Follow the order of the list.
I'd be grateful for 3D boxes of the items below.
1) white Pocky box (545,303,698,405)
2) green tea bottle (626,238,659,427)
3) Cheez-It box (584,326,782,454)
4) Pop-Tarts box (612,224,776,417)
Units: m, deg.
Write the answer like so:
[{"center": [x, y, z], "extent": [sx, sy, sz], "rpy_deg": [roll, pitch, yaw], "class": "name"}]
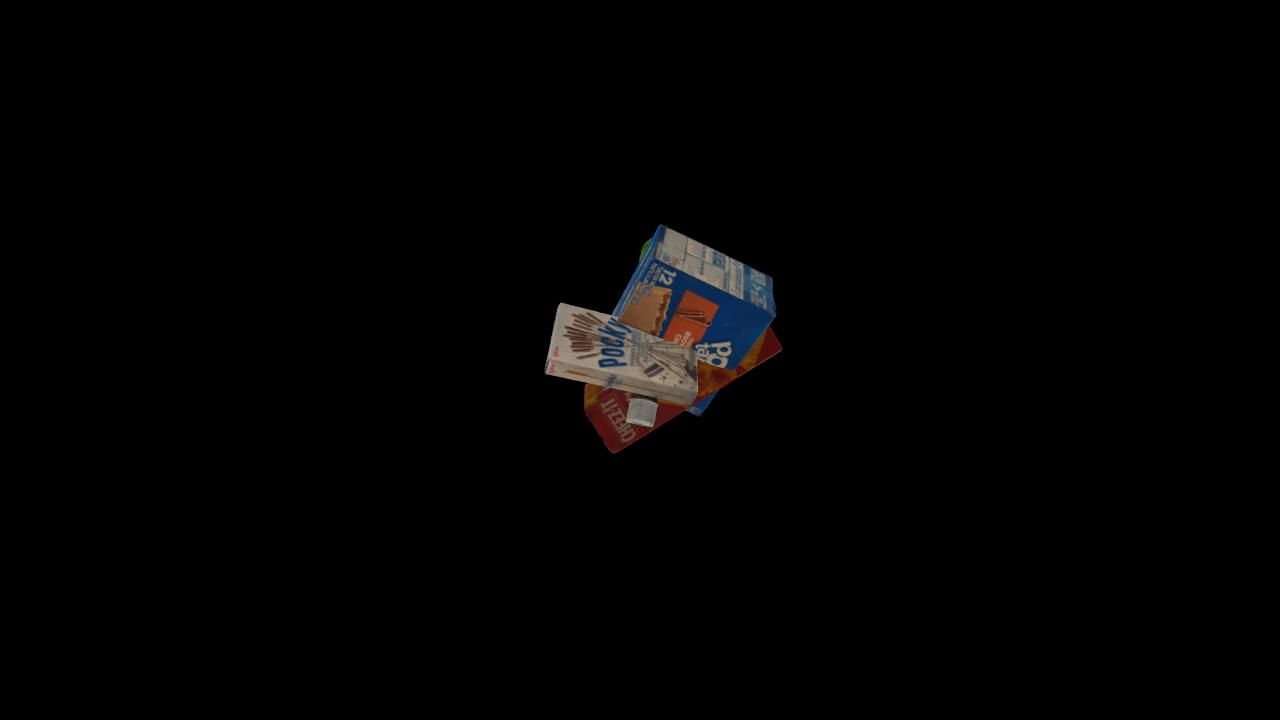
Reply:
[{"center": [-0.016, -0.006, 0.634], "extent": [0.154, 0.084, 0.028], "rpy_deg": [13, -44, -10], "class": "white Pocky box"}, {"center": [0.019, -0.030, 0.686], "extent": [0.073, 0.212, 0.073], "rpy_deg": [8, -17, 2], "class": "green tea bottle"}, {"center": [0.041, 0.012, 0.740], "extent": [0.223, 0.071, 0.166], "rpy_deg": [-31, 6, -1], "class": "Cheez-It box"}, {"center": [0.045, -0.038, 0.682], "extent": [0.141, 0.167, 0.083], "rpy_deg": [24, 39, -10], "class": "Pop-Tarts box"}]
